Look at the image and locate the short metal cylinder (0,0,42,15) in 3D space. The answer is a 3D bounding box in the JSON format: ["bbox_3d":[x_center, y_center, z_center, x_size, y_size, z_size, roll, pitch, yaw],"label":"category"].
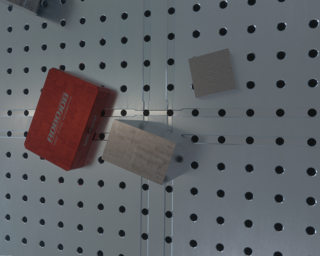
[{"bbox_3d":[-0.217,-0.209,0.460,0.080,0.080,0.050,22,98,18],"label":"short metal cylinder"}]

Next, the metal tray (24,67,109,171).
[{"bbox_3d":[-0.140,-0.013,0.459,0.090,0.030,0.129,24,98,18],"label":"metal tray"}]

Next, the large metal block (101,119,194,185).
[{"bbox_3d":[-0.012,0.026,0.387,0.080,0.080,0.050,20,97,19],"label":"large metal block"}]

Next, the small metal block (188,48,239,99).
[{"bbox_3d":[0.067,-0.067,0.389,0.050,0.025,0.050,-11,86,19],"label":"small metal block"}]
